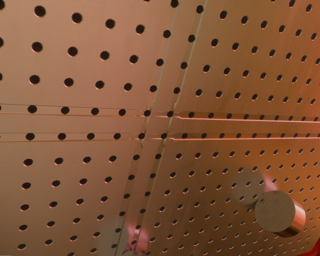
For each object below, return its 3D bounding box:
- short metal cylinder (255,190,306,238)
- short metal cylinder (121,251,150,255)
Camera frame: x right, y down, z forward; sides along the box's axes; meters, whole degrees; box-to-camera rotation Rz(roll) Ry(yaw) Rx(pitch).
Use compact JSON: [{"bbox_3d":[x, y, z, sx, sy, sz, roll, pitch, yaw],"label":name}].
[{"bbox_3d":[0.236,0.169,0.609,0.050,0.080,0.080,33,100,-38],"label":"short metal cylinder"},{"bbox_3d":[-0.036,0.250,0.510,0.080,0.080,0.050,-48,129,6],"label":"short metal cylinder"}]
